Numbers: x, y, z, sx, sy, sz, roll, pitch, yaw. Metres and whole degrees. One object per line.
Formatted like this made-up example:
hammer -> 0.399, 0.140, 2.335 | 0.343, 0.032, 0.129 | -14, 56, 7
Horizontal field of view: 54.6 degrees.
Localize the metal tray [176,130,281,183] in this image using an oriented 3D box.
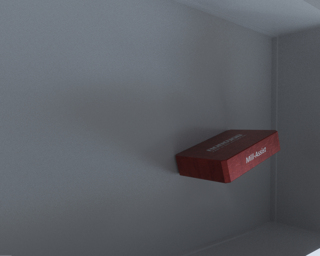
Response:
metal tray -> 0.099, 0.035, 0.445 | 0.131, 0.090, 0.030 | -21, 103, -38
